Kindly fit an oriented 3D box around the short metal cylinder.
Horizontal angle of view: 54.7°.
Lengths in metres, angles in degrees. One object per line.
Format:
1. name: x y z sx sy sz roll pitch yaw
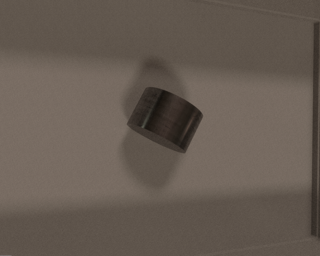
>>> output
1. short metal cylinder: 0.006 -0.009 0.385 0.080 0.080 0.050 30 80 -18
